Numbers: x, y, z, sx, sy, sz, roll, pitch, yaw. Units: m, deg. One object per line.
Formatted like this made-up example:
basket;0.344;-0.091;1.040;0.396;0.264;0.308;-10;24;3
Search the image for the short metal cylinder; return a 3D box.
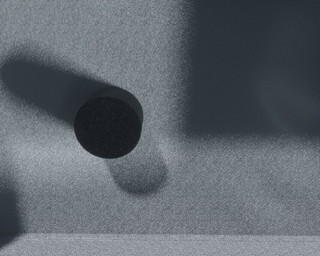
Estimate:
short metal cylinder;-0.063;-0.008;0.395;0.080;0.050;0.079;0;110;0
